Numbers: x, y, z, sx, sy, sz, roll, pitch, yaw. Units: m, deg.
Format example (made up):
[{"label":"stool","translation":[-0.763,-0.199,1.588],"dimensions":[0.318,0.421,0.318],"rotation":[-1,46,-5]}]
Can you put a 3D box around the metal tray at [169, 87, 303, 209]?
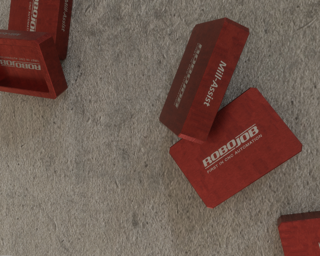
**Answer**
[{"label":"metal tray","translation":[0.088,0.025,0.375],"dimensions":[0.130,0.030,0.090],"rotation":[-38,78,16]}]

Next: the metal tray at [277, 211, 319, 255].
[{"label":"metal tray","translation":[0.190,0.159,0.339],"dimensions":[0.090,0.030,0.129],"rotation":[-13,86,19]}]

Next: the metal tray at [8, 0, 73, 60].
[{"label":"metal tray","translation":[-0.182,-0.173,0.471],"dimensions":[0.090,0.030,0.129],"rotation":[8,93,19]}]

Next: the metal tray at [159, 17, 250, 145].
[{"label":"metal tray","translation":[0.045,-0.055,0.358],"dimensions":[0.030,0.090,0.129],"rotation":[19,98,-18]}]

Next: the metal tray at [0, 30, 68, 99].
[{"label":"metal tray","translation":[-0.208,-0.095,0.454],"dimensions":[0.130,0.030,0.089],"rotation":[9,130,19]}]
